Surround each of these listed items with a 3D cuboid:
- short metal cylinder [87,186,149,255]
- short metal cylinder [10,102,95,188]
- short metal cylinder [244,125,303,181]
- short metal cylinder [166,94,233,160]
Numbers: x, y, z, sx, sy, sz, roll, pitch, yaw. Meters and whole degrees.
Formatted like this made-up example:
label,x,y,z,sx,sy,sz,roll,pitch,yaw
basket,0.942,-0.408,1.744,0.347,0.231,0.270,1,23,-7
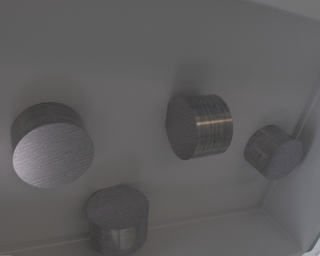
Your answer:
label,x,y,z,sx,sy,sz,roll,pitch,yaw
short metal cylinder,-0.056,0.124,0.419,0.081,0.080,0.050,-10,123,-23
short metal cylinder,-0.118,0.018,0.339,0.081,0.050,0.079,-14,124,-21
short metal cylinder,0.190,0.042,0.522,0.081,0.050,0.079,-14,124,-21
short metal cylinder,0.048,-0.002,0.398,0.050,0.080,0.079,-7,122,-25
